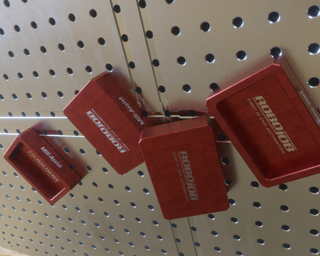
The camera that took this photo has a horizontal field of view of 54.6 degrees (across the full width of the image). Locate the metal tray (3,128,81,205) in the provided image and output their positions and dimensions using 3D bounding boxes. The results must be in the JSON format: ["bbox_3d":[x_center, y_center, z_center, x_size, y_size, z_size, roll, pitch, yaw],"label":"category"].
[{"bbox_3d":[-0.216,0.072,0.567,0.130,0.030,0.090,47,129,-5],"label":"metal tray"}]

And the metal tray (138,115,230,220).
[{"bbox_3d":[0.034,0.055,0.404,0.090,0.030,0.129,-12,114,9],"label":"metal tray"}]

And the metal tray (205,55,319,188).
[{"bbox_3d":[0.123,-0.002,0.341,0.090,0.030,0.130,-28,103,37],"label":"metal tray"}]

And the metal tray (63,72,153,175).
[{"bbox_3d":[-0.067,-0.002,0.442,0.130,0.030,0.090,49,129,-7],"label":"metal tray"}]
